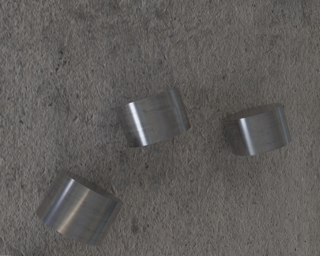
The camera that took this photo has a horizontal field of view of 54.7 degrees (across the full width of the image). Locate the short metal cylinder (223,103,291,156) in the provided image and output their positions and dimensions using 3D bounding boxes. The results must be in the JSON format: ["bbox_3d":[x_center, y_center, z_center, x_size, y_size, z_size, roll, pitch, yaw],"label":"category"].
[{"bbox_3d":[0.134,0.001,0.429,0.081,0.080,0.050,-19,97,-19],"label":"short metal cylinder"}]

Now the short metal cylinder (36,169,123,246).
[{"bbox_3d":[-0.088,0.088,0.347,0.080,0.080,0.050,32,80,-17],"label":"short metal cylinder"}]

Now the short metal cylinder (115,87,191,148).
[{"bbox_3d":[-0.008,-0.014,0.377,0.081,0.080,0.050,-20,97,-19],"label":"short metal cylinder"}]
